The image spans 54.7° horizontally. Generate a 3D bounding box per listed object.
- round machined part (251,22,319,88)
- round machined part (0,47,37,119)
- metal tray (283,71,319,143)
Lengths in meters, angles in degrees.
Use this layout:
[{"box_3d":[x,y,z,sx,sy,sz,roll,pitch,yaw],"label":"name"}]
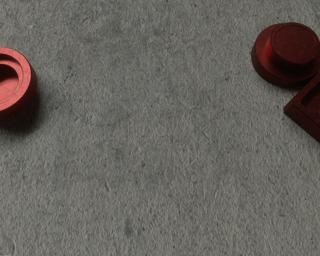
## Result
[{"box_3d":[0.185,-0.110,0.442,0.099,0.042,0.098,0,70,-1],"label":"round machined part"},{"box_3d":[-0.215,-0.056,0.417,0.099,0.042,0.098,0,70,-1],"label":"round machined part"},{"box_3d":[0.247,-0.041,0.423,0.130,0.030,0.090,-41,76,-14],"label":"metal tray"}]
